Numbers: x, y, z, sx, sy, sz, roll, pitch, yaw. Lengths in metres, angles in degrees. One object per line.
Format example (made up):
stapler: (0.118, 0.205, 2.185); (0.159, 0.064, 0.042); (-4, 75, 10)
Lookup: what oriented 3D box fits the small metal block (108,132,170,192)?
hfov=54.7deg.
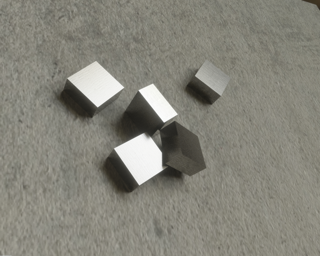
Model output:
small metal block: (-0.025, 0.039, 0.368); (0.050, 0.025, 0.050); (-28, 77, -38)

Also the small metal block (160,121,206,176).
small metal block: (0.028, 0.026, 0.387); (0.050, 0.025, 0.050); (32, 35, -40)

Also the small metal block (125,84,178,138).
small metal block: (-0.012, -0.019, 0.394); (0.025, 0.050, 0.050); (-32, 79, -38)

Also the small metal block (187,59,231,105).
small metal block: (0.078, -0.074, 0.493); (0.050, 0.025, 0.050); (37, 51, -4)

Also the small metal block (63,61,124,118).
small metal block: (-0.083, -0.049, 0.390); (0.050, 0.025, 0.050); (44, 51, 1)
